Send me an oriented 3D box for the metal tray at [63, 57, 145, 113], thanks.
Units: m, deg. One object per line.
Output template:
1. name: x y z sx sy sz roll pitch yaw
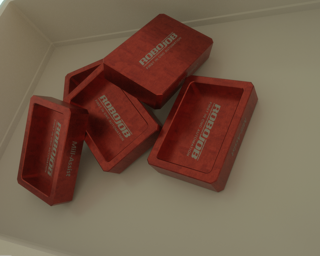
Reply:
1. metal tray: -0.089 -0.065 0.485 0.130 0.030 0.090 -19 54 16

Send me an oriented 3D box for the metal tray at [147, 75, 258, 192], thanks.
1. metal tray: 0.052 0.001 0.371 0.090 0.030 0.130 13 68 33

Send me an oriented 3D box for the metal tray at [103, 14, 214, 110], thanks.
1. metal tray: 0.000 -0.093 0.412 0.090 0.030 0.131 33 59 15

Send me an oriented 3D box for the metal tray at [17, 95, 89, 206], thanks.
1. metal tray: -0.148 0.028 0.421 0.090 0.030 0.129 19 100 35

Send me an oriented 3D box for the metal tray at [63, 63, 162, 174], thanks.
1. metal tray: -0.064 -0.016 0.414 0.090 0.030 0.130 -41 66 8
